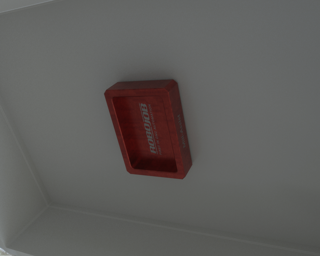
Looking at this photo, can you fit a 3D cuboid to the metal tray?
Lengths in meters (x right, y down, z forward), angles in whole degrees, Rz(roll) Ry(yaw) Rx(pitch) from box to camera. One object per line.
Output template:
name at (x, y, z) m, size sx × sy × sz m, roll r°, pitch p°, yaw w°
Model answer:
metal tray at (-0.013, 0.003, 0.409) m, size 0.090 × 0.030 × 0.129 m, roll 1°, pitch 119°, yaw 26°
